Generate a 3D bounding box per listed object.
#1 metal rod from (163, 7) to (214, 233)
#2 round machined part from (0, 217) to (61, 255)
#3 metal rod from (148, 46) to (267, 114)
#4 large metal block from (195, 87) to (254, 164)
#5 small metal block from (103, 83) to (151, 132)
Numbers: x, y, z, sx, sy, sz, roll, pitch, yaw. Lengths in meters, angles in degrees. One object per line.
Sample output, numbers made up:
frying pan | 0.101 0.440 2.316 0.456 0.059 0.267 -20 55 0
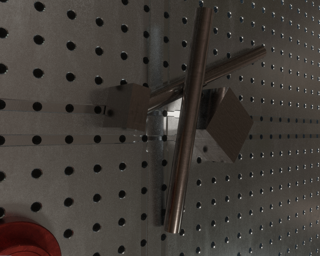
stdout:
metal rod | 0.038 -0.008 0.416 0.025 0.025 0.298 5 95 -40
round machined part | -0.137 0.135 0.284 0.099 0.042 0.097 0 90 -40
metal rod | 0.076 -0.081 0.475 0.302 0.025 0.025 -28 108 -37
large metal block | 0.088 -0.004 0.470 0.080 0.050 0.080 47 62 -30
small metal block | -0.039 -0.023 0.362 0.025 0.050 0.050 14 81 -40
